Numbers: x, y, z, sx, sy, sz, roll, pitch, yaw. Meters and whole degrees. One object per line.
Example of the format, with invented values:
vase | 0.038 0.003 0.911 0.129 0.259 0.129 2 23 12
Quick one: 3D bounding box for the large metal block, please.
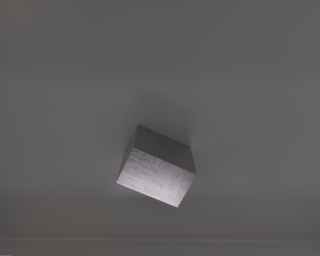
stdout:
large metal block | -0.004 0.045 0.399 0.080 0.080 0.050 24 108 -9
